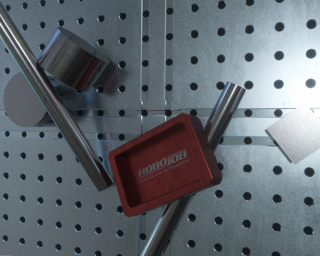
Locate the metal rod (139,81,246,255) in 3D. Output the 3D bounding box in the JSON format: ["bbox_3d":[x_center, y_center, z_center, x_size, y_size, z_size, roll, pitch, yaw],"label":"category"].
[{"bbox_3d":[0.030,0.081,0.401,0.025,0.025,0.298,28,99,17],"label":"metal rod"}]

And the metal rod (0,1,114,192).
[{"bbox_3d":[-0.150,-0.045,0.412,0.025,0.025,0.299,-26,101,18],"label":"metal rod"}]

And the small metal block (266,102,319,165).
[{"bbox_3d":[0.160,0.006,0.356,0.050,0.025,0.050,-38,78,15],"label":"small metal block"}]

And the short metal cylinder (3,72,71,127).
[{"bbox_3d":[-0.182,-0.041,0.462,0.080,0.050,0.079,0,90,19],"label":"short metal cylinder"}]

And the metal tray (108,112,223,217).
[{"bbox_3d":[0.001,0.048,0.389,0.130,0.030,0.090,-28,70,26],"label":"metal tray"}]

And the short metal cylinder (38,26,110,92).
[{"bbox_3d":[-0.116,-0.093,0.423,0.080,0.080,0.050,41,103,15],"label":"short metal cylinder"}]
